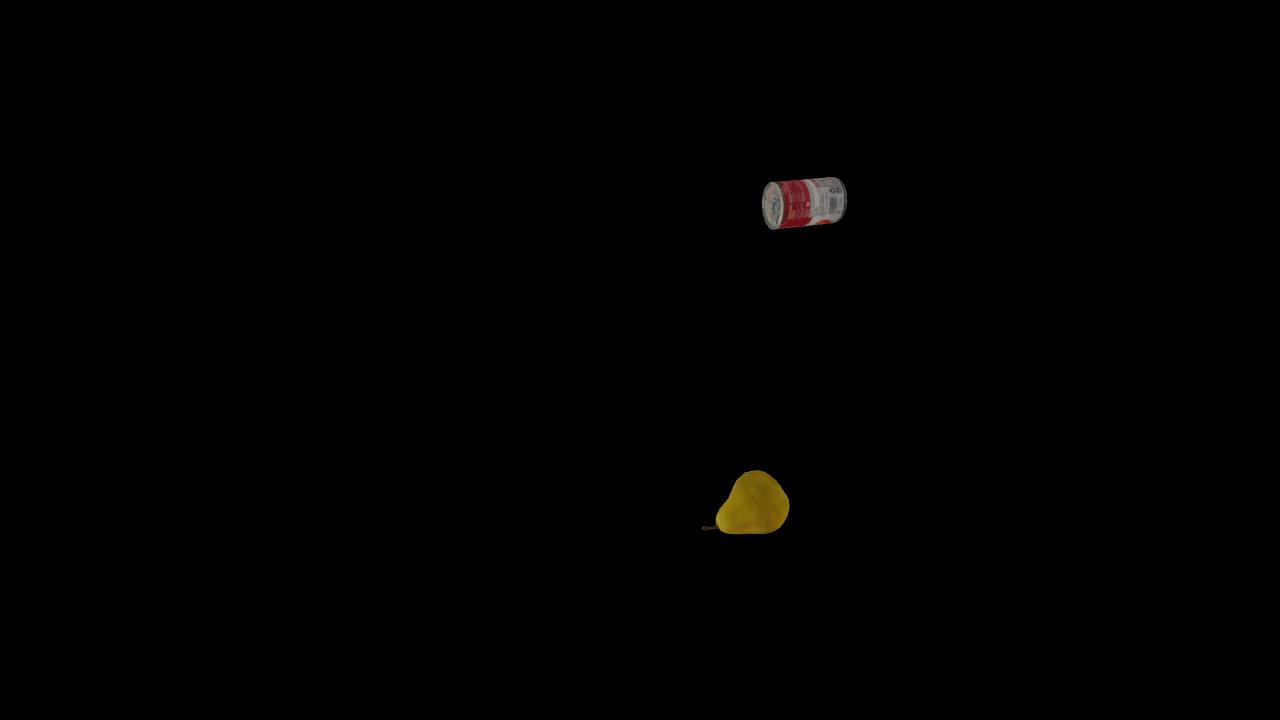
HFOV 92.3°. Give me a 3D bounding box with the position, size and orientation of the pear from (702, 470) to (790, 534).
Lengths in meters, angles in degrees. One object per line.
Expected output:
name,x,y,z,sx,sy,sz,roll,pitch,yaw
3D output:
pear,0.134,0.195,0.780,0.111,0.080,0.080,-38,8,-10

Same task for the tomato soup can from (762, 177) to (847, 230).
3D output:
tomato soup can,0.237,-0.228,0.889,0.101,0.068,0.068,-9,2,-13
